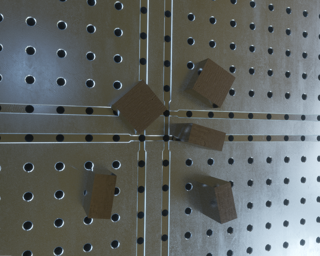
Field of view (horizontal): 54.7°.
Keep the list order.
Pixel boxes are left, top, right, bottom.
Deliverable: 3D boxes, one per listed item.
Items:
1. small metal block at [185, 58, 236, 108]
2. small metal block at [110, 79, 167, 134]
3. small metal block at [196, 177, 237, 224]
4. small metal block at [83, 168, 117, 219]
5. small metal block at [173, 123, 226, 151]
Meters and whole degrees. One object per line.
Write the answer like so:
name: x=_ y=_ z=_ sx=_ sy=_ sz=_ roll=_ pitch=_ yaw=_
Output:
small metal block: x=0.071 y=-0.062 z=0.440 sx=0.050 sy=0.025 sz=0.050 roll=31 pitch=80 yaw=-18
small metal block: x=-0.028 y=-0.027 z=0.403 sx=0.050 sy=0.025 sz=0.050 roll=-43 pitch=104 yaw=-15
small metal block: x=0.078 y=0.099 z=0.430 sx=0.025 sy=0.050 sz=0.050 roll=-13 pitch=95 yaw=-20
small metal block: x=-0.073 y=0.077 z=0.373 sx=0.025 sy=0.050 sz=0.050 roll=9 pitch=87 yaw=-20
small metal block: x=0.052 y=0.012 z=0.420 sx=0.050 sy=0.050 sz=0.025 roll=16 pitch=85 yaw=-20
